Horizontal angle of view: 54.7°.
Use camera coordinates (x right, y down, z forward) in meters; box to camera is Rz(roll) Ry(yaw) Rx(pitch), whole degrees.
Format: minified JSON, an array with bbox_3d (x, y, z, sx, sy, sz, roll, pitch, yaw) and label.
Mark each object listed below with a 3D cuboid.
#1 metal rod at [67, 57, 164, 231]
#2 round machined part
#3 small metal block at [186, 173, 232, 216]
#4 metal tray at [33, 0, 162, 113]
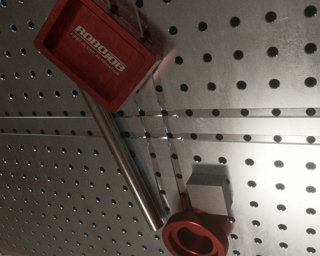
[{"bbox_3d":[-0.061,0.031,0.460,0.025,0.025,0.299,-10,114,32],"label":"metal rod"},{"bbox_3d":[0.056,0.164,0.471,0.098,0.042,0.097,13,124,20],"label":"round machined part"},{"bbox_3d":[0.069,0.092,0.431,0.050,0.025,0.050,-2,118,29],"label":"small metal block"},{"bbox_3d":[-0.075,-0.093,0.371,0.130,0.030,0.090,41,111,-1],"label":"metal tray"}]
